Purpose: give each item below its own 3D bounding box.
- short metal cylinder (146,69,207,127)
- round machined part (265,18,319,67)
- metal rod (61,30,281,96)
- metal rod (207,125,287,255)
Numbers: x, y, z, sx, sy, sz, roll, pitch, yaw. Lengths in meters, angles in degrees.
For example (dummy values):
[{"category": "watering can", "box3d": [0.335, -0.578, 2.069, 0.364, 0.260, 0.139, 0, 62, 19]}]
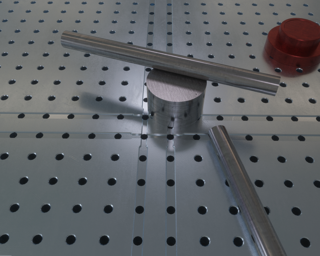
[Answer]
[{"category": "short metal cylinder", "box3d": [0.022, -0.047, 0.431, 0.080, 0.050, 0.080, 0, 50, 0]}, {"category": "round machined part", "box3d": [0.233, -0.150, 0.524, 0.099, 0.042, 0.098, 0, 50, 0]}, {"category": "metal rod", "box3d": [0.005, -0.091, 0.418, 0.301, 0.025, 0.025, 15, 52, 12]}, {"category": "metal rod", "box3d": [0.108, 0.116, 0.310, 0.025, 0.025, 0.300, -10, 51, -8]}]
